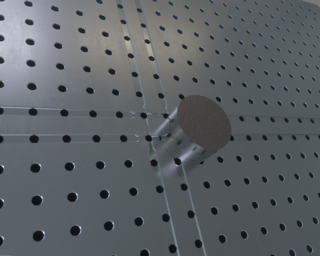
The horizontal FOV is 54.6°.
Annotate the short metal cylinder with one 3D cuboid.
[{"bbox_3d":[0.047,0.003,0.415,0.081,0.050,0.080,13,56,-21],"label":"short metal cylinder"}]
